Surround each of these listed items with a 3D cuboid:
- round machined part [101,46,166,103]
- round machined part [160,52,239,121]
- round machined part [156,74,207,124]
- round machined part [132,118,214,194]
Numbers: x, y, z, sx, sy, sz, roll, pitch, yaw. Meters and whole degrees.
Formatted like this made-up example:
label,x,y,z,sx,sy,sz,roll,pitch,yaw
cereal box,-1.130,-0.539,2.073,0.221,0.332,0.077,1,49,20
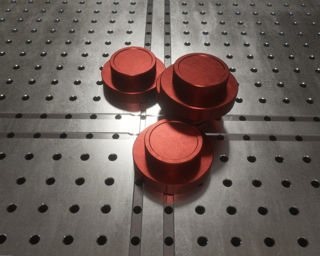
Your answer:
label,x,y,z,sx,sy,sz,roll,pitch,yaw
round machined part,-0.040,-0.087,0.469,0.099,0.042,0.098,0,50,0
round machined part,0.050,-0.058,0.389,0.099,0.042,0.098,2,47,-2
round machined part,0.043,-0.043,0.431,0.099,0.042,0.098,2,47,-2
round machined part,0.016,0.026,0.375,0.099,0.042,0.098,0,50,0
